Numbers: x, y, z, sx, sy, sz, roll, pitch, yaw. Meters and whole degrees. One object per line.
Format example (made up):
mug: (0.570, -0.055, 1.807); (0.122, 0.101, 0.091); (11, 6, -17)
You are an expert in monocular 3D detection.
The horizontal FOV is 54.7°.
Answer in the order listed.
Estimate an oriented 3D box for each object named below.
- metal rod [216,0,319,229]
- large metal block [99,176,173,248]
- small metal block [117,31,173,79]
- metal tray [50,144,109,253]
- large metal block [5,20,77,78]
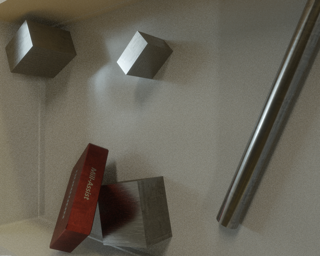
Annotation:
metal rod: (0.120, -0.032, 0.306); (0.025, 0.025, 0.298); (29, 108, 36)
large metal block: (-0.036, 0.112, 0.418); (0.080, 0.050, 0.080); (-14, 81, 38)
small metal block: (-0.019, -0.093, 0.405); (0.050, 0.050, 0.025); (-50, 61, 28)
metal tray: (-0.113, 0.097, 0.439); (0.089, 0.030, 0.130); (-49, 26, 43)
large metal block: (-0.207, -0.133, 0.538); (0.080, 0.081, 0.050); (-31, 71, 35)
